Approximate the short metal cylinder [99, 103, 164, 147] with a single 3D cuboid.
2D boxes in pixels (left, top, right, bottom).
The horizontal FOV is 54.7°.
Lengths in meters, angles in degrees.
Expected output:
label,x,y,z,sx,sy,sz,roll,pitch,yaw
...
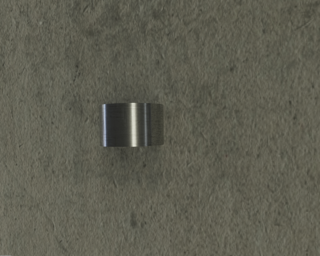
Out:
label,x,y,z,sx,sy,sz,roll,pitch,yaw
short metal cylinder,-0.035,-0.004,0.391,0.080,0.080,0.050,-1,90,19
